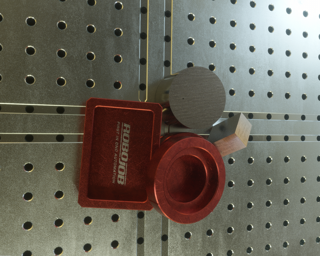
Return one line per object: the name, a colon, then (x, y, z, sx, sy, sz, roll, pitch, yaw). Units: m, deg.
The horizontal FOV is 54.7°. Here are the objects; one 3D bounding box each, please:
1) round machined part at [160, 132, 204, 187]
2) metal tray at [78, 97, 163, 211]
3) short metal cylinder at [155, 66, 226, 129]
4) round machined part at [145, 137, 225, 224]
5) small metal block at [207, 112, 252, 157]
round machined part: (0.035, 0.054, 0.416, 0.099, 0.042, 0.097, 0, 90, -21)
metal tray: (-0.048, 0.032, 0.381, 0.091, 0.030, 0.129, 5, 88, -6)
short metal cylinder: (0.040, -0.038, 0.415, 0.081, 0.050, 0.079, 0, 90, -21)
round machined part: (0.026, 0.058, 0.363, 0.099, 0.042, 0.097, -1, 93, -31)
small metal block: (0.094, 0.011, 0.425, 0.025, 0.050, 0.050, 49, 40, -14)
